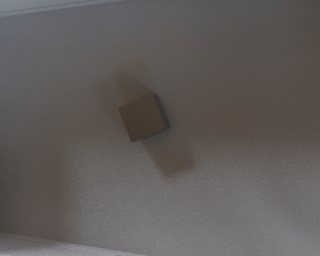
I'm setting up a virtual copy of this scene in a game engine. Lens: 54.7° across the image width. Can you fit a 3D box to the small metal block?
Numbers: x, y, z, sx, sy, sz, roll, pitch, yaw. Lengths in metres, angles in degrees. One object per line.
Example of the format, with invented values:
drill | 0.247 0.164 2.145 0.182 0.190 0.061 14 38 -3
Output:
small metal block | -0.021 -0.014 0.413 0.050 0.025 0.050 -24 82 18
